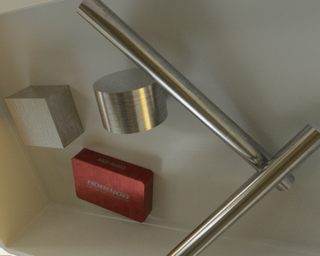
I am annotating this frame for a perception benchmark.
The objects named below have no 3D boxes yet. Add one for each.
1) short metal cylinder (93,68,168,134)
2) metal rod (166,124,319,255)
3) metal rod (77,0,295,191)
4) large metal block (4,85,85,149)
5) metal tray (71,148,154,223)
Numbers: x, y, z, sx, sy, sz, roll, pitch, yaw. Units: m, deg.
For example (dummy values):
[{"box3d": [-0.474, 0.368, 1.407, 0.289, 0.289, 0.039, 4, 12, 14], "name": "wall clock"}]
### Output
[{"box3d": [-0.034, -0.034, 0.368, 0.080, 0.080, 0.050, 5, 121, 25], "name": "short metal cylinder"}, {"box3d": [0.067, 0.111, 0.361, 0.025, 0.025, 0.299, 42, 106, -1], "name": "metal rod"}, {"box3d": [0.038, -0.029, 0.338, 0.300, 0.025, 0.025, 40, 130, -12], "name": "metal rod"}, {"box3d": [-0.173, -0.018, 0.470, 0.080, 0.050, 0.079, 2, 120, 26], "name": "large metal block"}, {"box3d": [-0.077, 0.092, 0.501, 0.130, 0.030, 0.089, 16, 125, 18], "name": "metal tray"}]
